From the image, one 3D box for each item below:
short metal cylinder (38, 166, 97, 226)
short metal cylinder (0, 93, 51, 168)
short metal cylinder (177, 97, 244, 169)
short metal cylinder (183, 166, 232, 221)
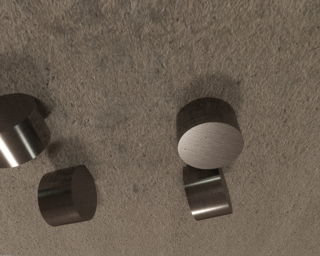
[{"bbox_3d":[-0.133,0.099,0.454,0.050,0.080,0.080,-13,129,10],"label":"short metal cylinder"},{"bbox_3d":[-0.180,0.002,0.370,0.080,0.080,0.050,-6,130,5],"label":"short metal cylinder"},{"bbox_3d":[0.062,0.008,0.398,0.081,0.050,0.079,0,130,0],"label":"short metal cylinder"},{"bbox_3d":[0.069,0.089,0.448,0.050,0.080,0.080,-16,129,13],"label":"short metal cylinder"}]
